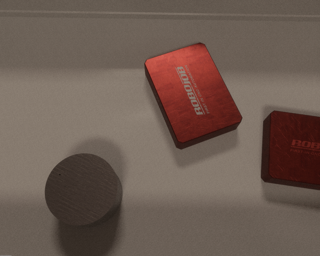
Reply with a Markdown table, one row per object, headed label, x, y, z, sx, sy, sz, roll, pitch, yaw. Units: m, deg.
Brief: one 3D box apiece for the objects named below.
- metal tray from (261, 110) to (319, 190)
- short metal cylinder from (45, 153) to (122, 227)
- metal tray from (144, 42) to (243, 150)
| label | x | y | z | sx | sy | sz | roll | pitch | yaw |
| --- | --- | --- | --- | --- | --- | --- | --- | --- | --- |
| metal tray | 0.201 | 0.032 | 0.398 | 0.131 | 0.030 | 0.090 | 8 | 70 | 2 |
| short metal cylinder | -0.088 | 0.075 | 0.368 | 0.081 | 0.050 | 0.080 | 0 | 70 | 0 |
| metal tray | 0.042 | -0.046 | 0.424 | 0.091 | 0.030 | 0.130 | -20 | 71 | -8 |
